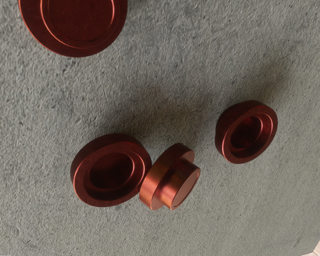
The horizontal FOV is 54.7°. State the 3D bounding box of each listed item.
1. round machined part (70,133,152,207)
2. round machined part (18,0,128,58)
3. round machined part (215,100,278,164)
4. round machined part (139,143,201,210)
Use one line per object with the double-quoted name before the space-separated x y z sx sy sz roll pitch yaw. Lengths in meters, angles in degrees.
"round machined part" -0.063 0.049 0.391 0.099 0.042 0.097 -14 124 -21
"round machined part" -0.076 -0.112 0.285 0.099 0.042 0.097 -14 124 -21
"round machined part" 0.123 0.002 0.464 0.099 0.042 0.097 -14 124 -21
"round machined part" 0.019 0.072 0.423 0.098 0.042 0.097 -44 154 -28
